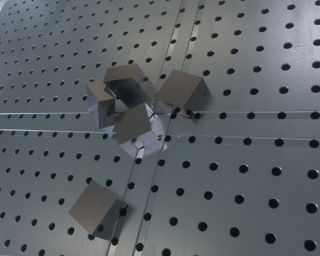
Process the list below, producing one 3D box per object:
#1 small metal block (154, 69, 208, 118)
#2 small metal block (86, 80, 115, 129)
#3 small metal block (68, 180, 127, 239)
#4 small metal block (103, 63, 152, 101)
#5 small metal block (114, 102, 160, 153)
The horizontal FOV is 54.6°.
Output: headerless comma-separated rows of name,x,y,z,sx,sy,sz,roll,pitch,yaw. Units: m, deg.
small metal block,0.029,-0.048,0.423,0.050,0.025,0.050,24,74,36
small metal block,-0.088,-0.035,0.458,0.025,0.050,0.050,-16,46,-25
small metal block,-0.078,0.101,0.389,0.050,0.025,0.050,26,76,37
small metal block,-0.047,-0.067,0.459,0.050,0.050,0.025,-4,60,26
small metal block,-0.033,-0.001,0.427,0.050,0.025,0.050,-25,53,13
